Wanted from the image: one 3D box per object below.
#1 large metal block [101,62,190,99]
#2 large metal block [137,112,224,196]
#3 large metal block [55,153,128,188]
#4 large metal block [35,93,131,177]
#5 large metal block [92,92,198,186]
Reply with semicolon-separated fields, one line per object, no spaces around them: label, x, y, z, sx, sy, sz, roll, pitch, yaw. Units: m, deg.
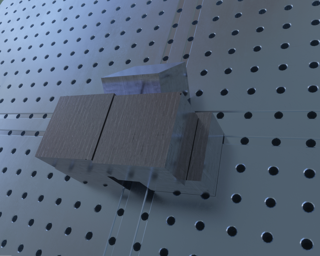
large metal block;-0.016;-0.052;0.404;0.080;0.050;0.080;1;20;28
large metal block;0.024;0.030;0.360;0.080;0.050;0.080;-1;61;27
large metal block;-0.080;0.030;0.415;0.080;0.050;0.080;2;62;28
large metal block;-0.085;0.008;0.362;0.080;0.050;0.080;0;62;28
large metal block;-0.013;0.011;0.324;0.080;0.050;0.080;0;62;28
